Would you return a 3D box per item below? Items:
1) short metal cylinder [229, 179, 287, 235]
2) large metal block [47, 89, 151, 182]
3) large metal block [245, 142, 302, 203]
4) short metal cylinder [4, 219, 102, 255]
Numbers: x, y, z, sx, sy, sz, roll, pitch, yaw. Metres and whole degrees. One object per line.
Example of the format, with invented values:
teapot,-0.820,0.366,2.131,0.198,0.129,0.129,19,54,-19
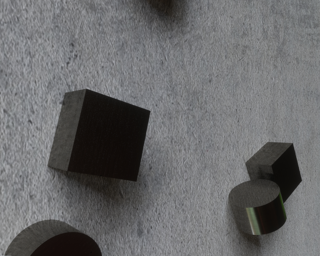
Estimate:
short metal cylinder,0.157,0.126,0.501,0.081,0.080,0.050,-31,110,-36
large metal block,-0.064,0.010,0.335,0.081,0.050,0.080,18,79,-39
large metal block,0.208,0.080,0.563,0.081,0.050,0.080,-32,110,-35
short metal cylinder,-0.104,0.135,0.302,0.081,0.050,0.080,0,90,-40
